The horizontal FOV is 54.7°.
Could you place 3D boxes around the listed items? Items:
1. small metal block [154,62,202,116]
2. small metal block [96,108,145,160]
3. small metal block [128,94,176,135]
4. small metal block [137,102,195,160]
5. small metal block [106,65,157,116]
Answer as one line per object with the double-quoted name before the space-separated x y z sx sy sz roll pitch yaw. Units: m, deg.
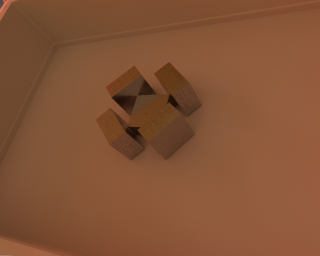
"small metal block" 0.024 -0.050 0.405 0.025 0.050 0.050 -38 52 2
"small metal block" -0.052 0.008 0.410 0.025 0.050 0.050 -39 51 3
"small metal block" -0.010 -0.017 0.419 0.050 0.025 0.050 1 62 28
"small metal block" 0.009 0.005 0.379 0.050 0.050 0.025 -42 52 -1
"small metal block" -0.039 -0.052 0.439 0.050 0.050 0.025 -37 50 5
